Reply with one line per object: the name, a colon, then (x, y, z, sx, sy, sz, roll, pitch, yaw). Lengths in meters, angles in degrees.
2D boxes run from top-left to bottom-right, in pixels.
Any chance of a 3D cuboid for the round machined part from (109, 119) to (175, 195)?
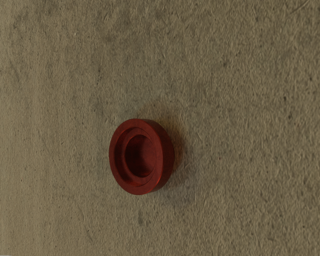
round machined part: (-0.020, 0.037, 0.411, 0.098, 0.042, 0.097, 0, 90, 40)
